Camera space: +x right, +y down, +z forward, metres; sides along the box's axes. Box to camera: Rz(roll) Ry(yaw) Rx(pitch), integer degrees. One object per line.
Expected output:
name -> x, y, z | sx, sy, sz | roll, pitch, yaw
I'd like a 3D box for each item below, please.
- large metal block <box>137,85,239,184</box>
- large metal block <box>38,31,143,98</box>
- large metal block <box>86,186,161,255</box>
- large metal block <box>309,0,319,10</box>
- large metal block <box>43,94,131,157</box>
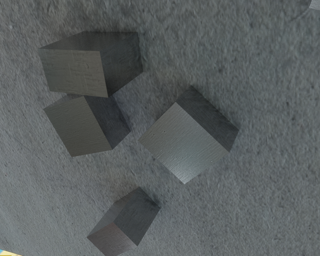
large metal block -> 0.034, 0.009, 0.377 | 0.080, 0.050, 0.080 | 43, 129, -3
large metal block -> -0.077, -0.078, 0.362 | 0.080, 0.080, 0.050 | 8, 122, 23
large metal block -> -0.057, 0.150, 0.493 | 0.050, 0.080, 0.080 | 47, 129, -5
large metal block -> 0.167, -0.124, 0.226 | 0.080, 0.050, 0.079 | 20, 126, 16
large metal block -> -0.101, -0.010, 0.435 | 0.080, 0.050, 0.080 | -12, 113, 33
